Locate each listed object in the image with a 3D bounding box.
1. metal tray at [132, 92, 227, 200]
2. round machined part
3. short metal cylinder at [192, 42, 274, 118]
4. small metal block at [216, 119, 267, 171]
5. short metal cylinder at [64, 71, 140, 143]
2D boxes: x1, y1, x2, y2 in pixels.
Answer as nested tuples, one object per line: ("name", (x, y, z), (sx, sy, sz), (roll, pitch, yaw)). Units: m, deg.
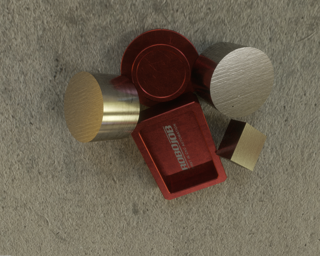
("metal tray", (0.026, 0.028, 0.407), (0.090, 0.030, 0.129), (-21, 119, 7))
("round machined part", (0.001, -0.069, 0.377), (0.099, 0.042, 0.097), (0, 110, 0))
("short metal cylinder", (0.085, -0.058, 0.366), (0.081, 0.050, 0.079), (-7, 113, -17))
("small metal block", (0.106, 0.022, 0.401), (0.050, 0.025, 0.050), (27, 85, -37))
("short metal cylinder", (-0.070, -0.024, 0.365), (0.050, 0.080, 0.079), (-4, 118, -46))
